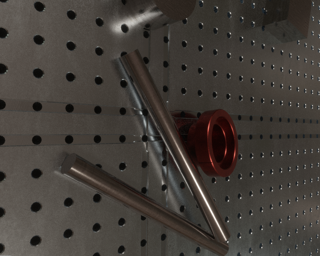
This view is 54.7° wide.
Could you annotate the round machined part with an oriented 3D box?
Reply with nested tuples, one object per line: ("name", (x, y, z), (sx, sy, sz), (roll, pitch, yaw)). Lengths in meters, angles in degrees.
("round machined part", (0.075, 0.023, 0.454), (0.099, 0.042, 0.097), (11, 76, -52))

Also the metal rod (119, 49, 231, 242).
("metal rod", (0.028, 0.035, 0.421), (0.025, 0.025, 0.299), (-39, 110, -33))

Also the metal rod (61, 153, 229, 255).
("metal rod", (0.001, 0.115, 0.412), (0.301, 0.025, 0.025), (38, 67, -34))

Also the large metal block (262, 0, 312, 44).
("large metal block", (0.250, -0.224, 0.606), (0.080, 0.050, 0.080), (19, 78, -39))

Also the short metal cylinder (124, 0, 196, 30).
("short metal cylinder", (0.001, -0.172, 0.395), (0.081, 0.050, 0.079), (0, 91, -40))
